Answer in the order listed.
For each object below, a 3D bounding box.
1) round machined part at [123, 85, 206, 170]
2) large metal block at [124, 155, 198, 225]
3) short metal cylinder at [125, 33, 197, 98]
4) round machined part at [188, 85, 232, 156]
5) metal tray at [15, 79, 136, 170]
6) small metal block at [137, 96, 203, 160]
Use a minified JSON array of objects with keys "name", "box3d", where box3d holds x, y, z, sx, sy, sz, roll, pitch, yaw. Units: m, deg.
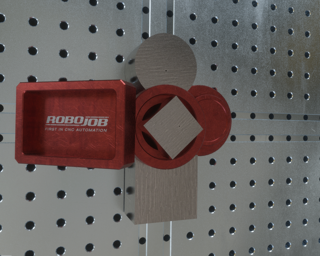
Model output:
[{"name":"round machined part","box3d":[0.002,-0.001,0.373,0.099,0.042,0.097,0,90,-20]},{"name":"large metal block","box3d":[0.000,0.073,0.396,0.081,0.050,0.080,1,90,-20]},{"name":"short metal cylinder","box3d":[0.000,-0.075,0.399,0.081,0.050,0.080,0,90,-20]},{"name":"round machined part","box3d":[0.056,-0.010,0.423,0.099,0.042,0.097,0,90,-20]},{"name":"metal tray","box3d":[-0.093,-0.005,0.337,0.130,0.030,0.089,1,90,17]},{"name":"small metal block","box3d":[0.012,-0.001,0.351,0.050,0.025,0.050,-43,104,-15]}]
